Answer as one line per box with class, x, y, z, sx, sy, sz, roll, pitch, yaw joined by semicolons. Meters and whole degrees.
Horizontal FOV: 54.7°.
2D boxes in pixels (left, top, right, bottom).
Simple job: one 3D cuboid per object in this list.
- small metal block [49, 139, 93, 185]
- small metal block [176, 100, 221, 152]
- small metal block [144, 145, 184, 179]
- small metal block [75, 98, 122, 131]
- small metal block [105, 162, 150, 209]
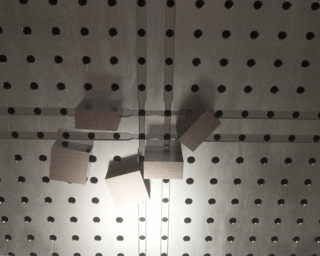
small metal block;-0.123;0.047;0.429;0.050;0.025;0.050;10;110;-4
small metal block;0.048;-0.004;0.399;0.025;0.050;0.050;39;105;-13
small metal block;0.004;0.045;0.417;0.050;0.050;0.025;1;110;-1
small metal block;-0.076;-0.018;0.392;0.050;0.050;0.025;4;110;-2
small metal block;-0.045;0.082;0.443;0.050;0.025;0.050;-15;110;5
